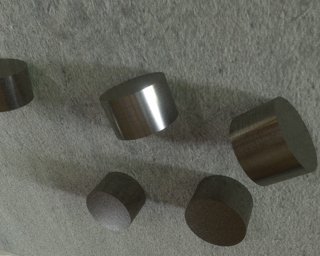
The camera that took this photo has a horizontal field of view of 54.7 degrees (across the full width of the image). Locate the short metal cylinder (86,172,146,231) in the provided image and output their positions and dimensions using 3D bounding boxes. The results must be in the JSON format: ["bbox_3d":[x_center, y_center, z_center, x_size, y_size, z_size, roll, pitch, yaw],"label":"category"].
[{"bbox_3d":[-0.070,0.118,0.498,0.080,0.050,0.079,13,124,20],"label":"short metal cylinder"}]

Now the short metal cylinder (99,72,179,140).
[{"bbox_3d":[-0.024,-0.027,0.366,0.080,0.080,0.050,-8,115,31],"label":"short metal cylinder"}]

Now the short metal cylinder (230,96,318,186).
[{"bbox_3d":[0.117,0.014,0.318,0.050,0.080,0.080,-29,102,37],"label":"short metal cylinder"}]

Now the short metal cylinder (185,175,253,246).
[{"bbox_3d":[0.080,0.111,0.416,0.080,0.050,0.079,13,124,20],"label":"short metal cylinder"}]

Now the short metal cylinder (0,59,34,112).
[{"bbox_3d":[-0.231,-0.064,0.451,0.080,0.080,0.050,14,124,20],"label":"short metal cylinder"}]
